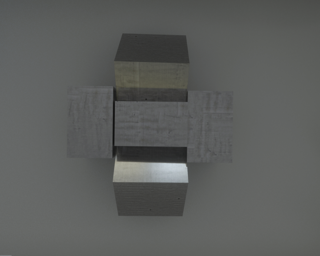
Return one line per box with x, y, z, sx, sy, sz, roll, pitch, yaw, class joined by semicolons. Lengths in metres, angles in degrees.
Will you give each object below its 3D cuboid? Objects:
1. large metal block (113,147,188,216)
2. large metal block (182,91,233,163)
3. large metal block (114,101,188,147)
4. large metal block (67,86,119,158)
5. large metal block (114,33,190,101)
-0.011;0.066;0.376;0.081;0.080;0.050;1;48;-1;large metal block
0.056;-0.002;0.383;0.050;0.080;0.080;1;90;0;large metal block
-0.010;-0.005;0.383;0.081;0.080;0.050;1;90;0;large metal block
-0.077;-0.007;0.382;0.050;0.080;0.080;1;90;0;large metal block
-0.009;-0.075;0.376;0.081;0.080;0.050;2;128;0;large metal block
